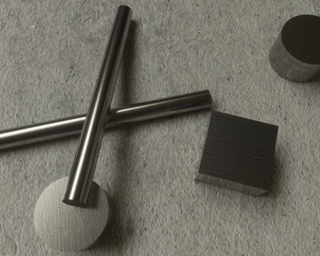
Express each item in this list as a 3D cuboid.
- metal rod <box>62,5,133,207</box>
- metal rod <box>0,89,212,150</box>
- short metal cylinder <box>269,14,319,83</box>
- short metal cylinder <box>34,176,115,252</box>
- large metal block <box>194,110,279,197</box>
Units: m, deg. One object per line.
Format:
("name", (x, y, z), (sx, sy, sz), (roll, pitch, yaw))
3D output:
("metal rod", (-0.071, -0.050, 0.396), (0.025, 0.025, 0.300), (6, 59, 2))
("metal rod", (-0.080, -0.010, 0.411), (0.302, 0.025, 0.025), (-12, 71, -5))
("short metal cylinder", (0.202, -0.111, 0.437), (0.081, 0.050, 0.080), (0, 70, 0))
("short metal cylinder", (-0.096, 0.099, 0.358), (0.081, 0.050, 0.080), (0, 70, 0))
("large metal block", (0.093, 0.032, 0.384), (0.080, 0.050, 0.080), (14, 71, 5))
